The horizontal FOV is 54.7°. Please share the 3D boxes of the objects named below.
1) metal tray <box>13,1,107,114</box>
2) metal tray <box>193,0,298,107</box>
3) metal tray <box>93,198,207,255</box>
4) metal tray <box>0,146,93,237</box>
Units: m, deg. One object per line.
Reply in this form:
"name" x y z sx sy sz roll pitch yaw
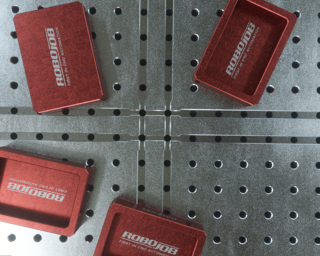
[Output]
"metal tray" -0.130 -0.091 0.409 0.091 0.030 0.129 -13 90 -1
"metal tray" 0.111 -0.104 0.412 0.090 0.030 0.129 25 90 -1
"metal tray" -0.015 0.157 0.410 0.131 0.030 0.090 18 90 -1
"metal tray" -0.164 0.082 0.408 0.131 0.030 0.089 13 90 -1
